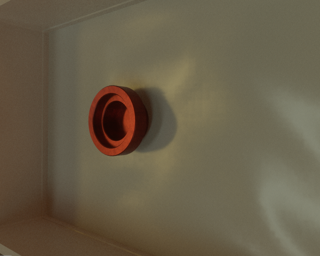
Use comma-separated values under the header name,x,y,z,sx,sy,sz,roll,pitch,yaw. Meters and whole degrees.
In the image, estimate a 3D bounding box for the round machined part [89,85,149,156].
name,x,y,z,sx,sy,sz,roll,pitch,yaw
round machined part,-0.055,-0.010,0.442,0.098,0.042,0.097,0,90,40
